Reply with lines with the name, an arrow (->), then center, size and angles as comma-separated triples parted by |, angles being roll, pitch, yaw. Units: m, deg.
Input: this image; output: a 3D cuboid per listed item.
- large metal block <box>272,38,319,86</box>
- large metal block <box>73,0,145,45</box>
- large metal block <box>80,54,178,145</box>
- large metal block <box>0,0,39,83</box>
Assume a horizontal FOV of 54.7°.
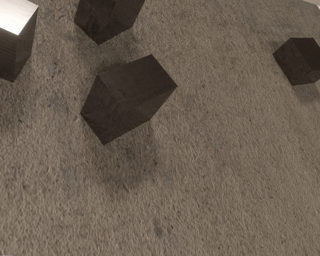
large metal block -> 0.292, -0.136, 0.632 | 0.081, 0.050, 0.080 | -11, 67, -33
large metal block -> -0.068, -0.177, 0.441 | 0.050, 0.080, 0.080 | 44, 51, 1
large metal block -> -0.039, -0.033, 0.369 | 0.081, 0.080, 0.050 | -31, 79, -38
large metal block -> -0.185, -0.106, 0.334 | 0.080, 0.080, 0.050 | 23, 53, -15
